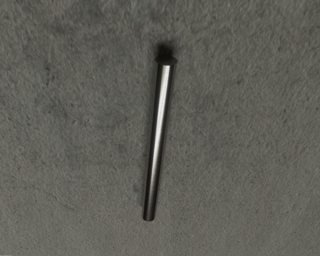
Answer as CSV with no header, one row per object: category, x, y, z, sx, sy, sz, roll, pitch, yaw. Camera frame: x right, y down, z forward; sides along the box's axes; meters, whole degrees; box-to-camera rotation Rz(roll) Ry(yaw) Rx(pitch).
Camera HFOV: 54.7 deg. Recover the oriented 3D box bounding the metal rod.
metal rod,-0.006,0.038,0.439,0.025,0.025,0.298,4,130,-4
